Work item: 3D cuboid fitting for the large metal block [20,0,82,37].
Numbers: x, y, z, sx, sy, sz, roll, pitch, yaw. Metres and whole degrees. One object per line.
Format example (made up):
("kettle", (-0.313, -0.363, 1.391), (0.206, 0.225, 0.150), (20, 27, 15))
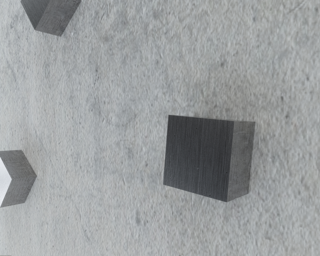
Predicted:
("large metal block", (-0.194, -0.223, 0.545), (0.080, 0.050, 0.080), (-46, 63, 30))

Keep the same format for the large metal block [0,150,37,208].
("large metal block", (-0.306, 0.102, 0.637), (0.080, 0.050, 0.080), (46, 117, 30))

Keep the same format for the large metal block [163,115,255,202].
("large metal block", (0.053, 0.029, 0.343), (0.080, 0.050, 0.079), (7, 95, 39))
